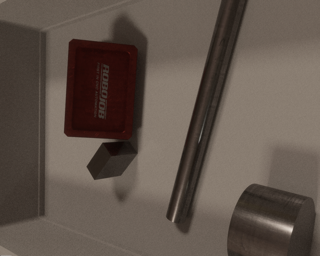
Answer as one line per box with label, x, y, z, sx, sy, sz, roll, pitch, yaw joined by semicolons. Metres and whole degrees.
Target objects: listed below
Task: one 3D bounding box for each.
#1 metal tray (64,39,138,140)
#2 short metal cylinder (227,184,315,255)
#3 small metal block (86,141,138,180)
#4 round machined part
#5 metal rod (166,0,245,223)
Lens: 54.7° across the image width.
metal tray;-0.081;-0.051;0.430;0.030;0.091;0.129;-158;72;-79
short metal cylinder;0.104;0.096;0.284;0.050;0.081;0.079;10;96;39
small metal block;-0.069;0.046;0.445;0.025;0.050;0.050;52;120;27
round machined part;-0.104;-0.078;0.479;0.098;0.042;0.097;0;90;39
metal rod;0.054;-0.029;0.360;0.025;0.025;0.298;22;104;37
